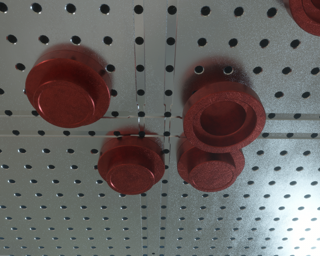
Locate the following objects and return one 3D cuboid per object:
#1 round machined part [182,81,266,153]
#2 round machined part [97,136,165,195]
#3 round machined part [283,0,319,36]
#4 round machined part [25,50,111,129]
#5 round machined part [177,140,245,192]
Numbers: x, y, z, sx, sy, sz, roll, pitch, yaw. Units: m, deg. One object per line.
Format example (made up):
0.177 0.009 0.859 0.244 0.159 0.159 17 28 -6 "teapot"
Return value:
0.077 -0.017 0.387 0.099 0.042 0.097 -1 130 0 "round machined part"
-0.042 0.061 0.452 0.099 0.042 0.097 -1 130 0 "round machined part"
0.163 -0.139 0.285 0.099 0.042 0.097 -1 130 0 "round machined part"
-0.109 -0.038 0.367 0.099 0.042 0.097 -1 130 0 "round machined part"
0.074 0.056 0.450 0.099 0.042 0.097 -1 130 0 "round machined part"
